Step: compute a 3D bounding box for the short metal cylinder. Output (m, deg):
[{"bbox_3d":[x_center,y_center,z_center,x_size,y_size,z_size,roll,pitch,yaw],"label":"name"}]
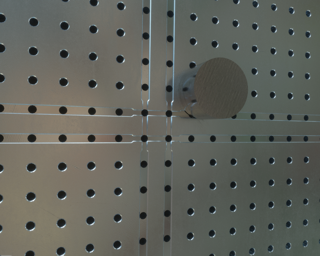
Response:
[{"bbox_3d":[0.072,-0.052,0.425,0.081,0.050,0.080,0,90,-20],"label":"short metal cylinder"}]
